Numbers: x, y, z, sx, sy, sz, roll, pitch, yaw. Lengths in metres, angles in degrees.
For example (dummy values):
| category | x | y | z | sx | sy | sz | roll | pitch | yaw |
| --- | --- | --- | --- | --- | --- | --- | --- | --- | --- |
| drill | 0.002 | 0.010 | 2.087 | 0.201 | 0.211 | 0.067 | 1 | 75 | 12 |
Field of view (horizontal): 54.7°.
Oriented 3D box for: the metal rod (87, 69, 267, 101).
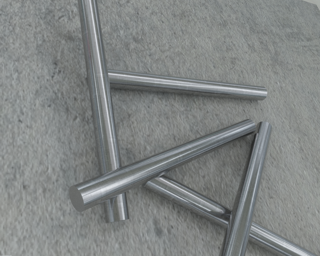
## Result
| category | x | y | z | sx | sy | sz | roll | pitch | yaw |
| --- | --- | --- | --- | --- | --- | --- | --- | --- | --- |
| metal rod | 0.043 | -0.063 | 0.466 | 0.303 | 0.025 | 0.025 | 1 | 61 | -28 |

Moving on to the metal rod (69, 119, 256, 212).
| category | x | y | z | sx | sy | sz | roll | pitch | yaw |
| --- | --- | --- | --- | --- | --- | --- | --- | --- | --- |
| metal rod | 0.031 | 0.031 | 0.379 | 0.302 | 0.025 | 0.025 | -17 | 71 | -43 |

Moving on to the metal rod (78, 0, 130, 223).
| category | x | y | z | sx | sy | sz | roll | pitch | yaw |
| --- | --- | --- | --- | --- | --- | --- | --- | --- | --- |
| metal rod | -0.071 | -0.043 | 0.366 | 0.025 | 0.025 | 0.299 | -1 | 71 | -29 |

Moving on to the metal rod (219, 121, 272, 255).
| category | x | y | z | sx | sy | sz | roll | pitch | yaw |
| --- | --- | --- | --- | --- | --- | --- | --- | --- | --- |
| metal rod | 0.109 | 0.083 | 0.386 | 0.025 | 0.025 | 0.301 | 38 | 42 | -3 |

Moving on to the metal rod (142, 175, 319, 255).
| category | x | y | z | sx | sy | sz | roll | pitch | yaw |
| --- | --- | --- | --- | --- | --- | --- | --- | --- | --- |
| metal rod | 0.115 | 0.130 | 0.388 | 0.301 | 0.025 | 0.025 | 29 | 52 | -10 |
